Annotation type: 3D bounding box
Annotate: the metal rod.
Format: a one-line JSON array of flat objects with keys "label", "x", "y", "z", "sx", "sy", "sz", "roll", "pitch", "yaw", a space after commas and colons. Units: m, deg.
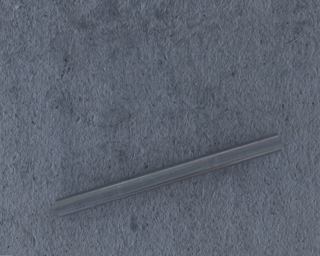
[{"label": "metal rod", "x": 0.012, "y": 0.062, "z": 0.410, "sx": 0.301, "sy": 0.025, "sz": 0.025, "roll": -17, "pitch": 90, "yaw": 0}]
